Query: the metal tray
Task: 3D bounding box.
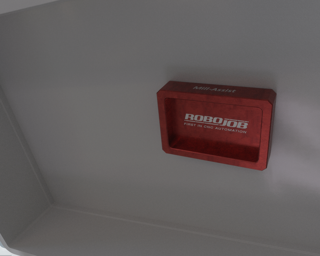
[{"bbox_3d":[0.064,-0.004,0.368,0.130,0.030,0.089,8,122,23],"label":"metal tray"}]
